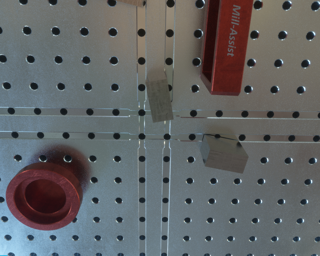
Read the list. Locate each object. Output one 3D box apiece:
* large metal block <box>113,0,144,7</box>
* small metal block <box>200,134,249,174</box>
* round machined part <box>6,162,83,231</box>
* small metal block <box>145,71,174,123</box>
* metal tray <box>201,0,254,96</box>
[{"bbox_3d":[-0.050,-0.181,0.333,0.081,0.050,0.079,13,110,-5],"label":"large metal block"},{"bbox_3d":[0.084,0.034,0.414,0.050,0.050,0.025,11,110,-5],"label":"small metal block"},{"bbox_3d":[-0.158,0.091,0.436,0.099,0.042,0.097,0,110,-1],"label":"round machined part"},{"bbox_3d":[0.000,-0.040,0.385,0.025,0.050,0.050,-9,110,3],"label":"small metal block"},{"bbox_3d":[0.071,-0.108,0.339,0.030,0.090,0.129,2,110,-1],"label":"metal tray"}]
